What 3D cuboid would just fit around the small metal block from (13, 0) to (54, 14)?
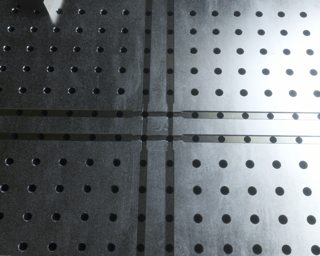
[{"bbox_3d":[-0.196,-0.212,0.488,0.050,0.025,0.050,10,70,3],"label":"small metal block"}]
